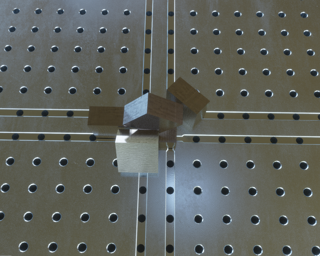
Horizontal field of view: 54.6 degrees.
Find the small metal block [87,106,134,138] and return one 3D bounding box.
[{"bbox_3d":[-0.062,-0.006,0.400,0.050,0.050,0.025,1,71,1],"label":"small metal block"}]

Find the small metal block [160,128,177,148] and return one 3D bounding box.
[{"bbox_3d":[-0.004,-0.001,0.412,0.050,0.025,0.050,2,70,0],"label":"small metal block"}]

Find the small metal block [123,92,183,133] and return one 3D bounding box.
[{"bbox_3d":[-0.008,-0.015,0.367,0.050,0.050,0.025,16,66,-34],"label":"small metal block"}]

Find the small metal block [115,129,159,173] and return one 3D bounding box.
[{"bbox_3d":[-0.027,0.029,0.385,0.050,0.050,0.025,1,38,0],"label":"small metal block"}]

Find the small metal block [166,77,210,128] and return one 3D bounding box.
[{"bbox_3d":[0.035,-0.032,0.411,0.050,0.050,0.025,41,75,13],"label":"small metal block"}]
